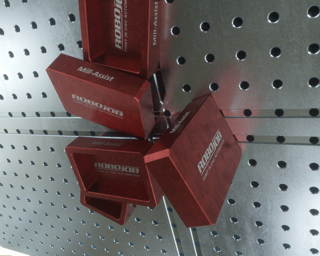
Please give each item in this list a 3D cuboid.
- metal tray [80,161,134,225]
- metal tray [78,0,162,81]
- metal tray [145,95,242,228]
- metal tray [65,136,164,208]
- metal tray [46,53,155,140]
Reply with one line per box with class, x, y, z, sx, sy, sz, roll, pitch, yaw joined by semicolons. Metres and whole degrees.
metal tray;-0.084;0.092;0.509;0.090;0.030;0.129;23;127;14
metal tray;-0.046;-0.126;0.354;0.090;0.030;0.129;16;125;19
metal tray;0.044;0.031;0.339;0.030;0.131;0.090;-21;107;36
metal tray;-0.063;0.060;0.439;0.130;0.030;0.090;2;120;27
metal tray;-0.074;-0.039;0.403;0.130;0.030;0.090;20;149;16
